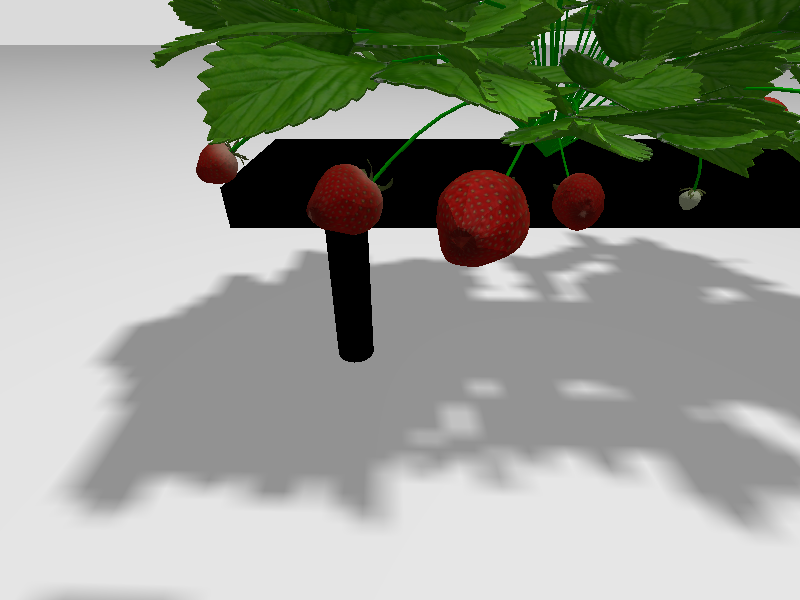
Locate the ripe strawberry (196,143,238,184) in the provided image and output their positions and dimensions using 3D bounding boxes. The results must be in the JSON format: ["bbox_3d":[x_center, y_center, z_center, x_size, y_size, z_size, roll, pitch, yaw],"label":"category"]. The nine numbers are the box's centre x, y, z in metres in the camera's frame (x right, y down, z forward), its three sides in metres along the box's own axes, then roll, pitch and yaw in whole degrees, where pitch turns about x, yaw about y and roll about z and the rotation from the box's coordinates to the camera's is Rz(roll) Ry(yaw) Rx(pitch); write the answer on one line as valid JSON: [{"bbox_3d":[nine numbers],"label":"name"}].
[{"bbox_3d":[-0.125,-0.092,0.272,0.029,0.025,0.029,-34,37,5],"label":"ripe strawberry"}]

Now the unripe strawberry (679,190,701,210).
[{"bbox_3d":[0.160,-0.055,0.222,0.011,0.011,0.010,-8,35,-12],"label":"unripe strawberry"}]

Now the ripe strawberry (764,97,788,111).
[{"bbox_3d":[0.331,-0.161,0.363,0.043,0.042,0.040,-6,34,-10],"label":"ripe strawberry"}]

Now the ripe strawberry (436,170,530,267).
[{"bbox_3d":[0.034,-0.032,0.173,0.040,0.043,0.043,15,37,21],"label":"ripe strawberry"}]

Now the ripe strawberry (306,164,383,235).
[{"bbox_3d":[-0.029,-0.049,0.201,0.038,0.032,0.038,29,50,36],"label":"ripe strawberry"}]

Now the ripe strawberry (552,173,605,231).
[{"bbox_3d":[0.092,-0.049,0.206,0.025,0.029,0.027,7,35,10],"label":"ripe strawberry"}]
